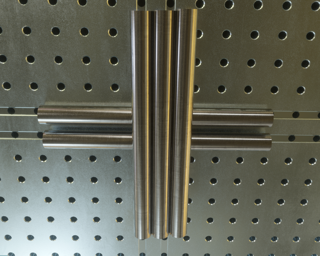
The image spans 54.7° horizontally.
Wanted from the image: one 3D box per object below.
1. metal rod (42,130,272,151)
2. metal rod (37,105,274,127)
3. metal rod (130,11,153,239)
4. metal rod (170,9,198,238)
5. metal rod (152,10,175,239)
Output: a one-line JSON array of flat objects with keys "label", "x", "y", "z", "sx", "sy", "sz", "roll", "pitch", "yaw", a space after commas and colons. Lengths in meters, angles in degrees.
[{"label": "metal rod", "x": -0.003, "y": 0.017, "z": 0.420, "sx": 0.302, "sy": 0.025, "sz": 0.025, "roll": 1, "pitch": 110, "yaw": -1}, {"label": "metal rod", "x": -0.005, "y": -0.015, "z": 0.408, "sx": 0.302, "sy": 0.025, "sz": 0.025, "roll": 1, "pitch": 110, "yaw": -1}, {"label": "metal rod", "x": -0.023, "y": 0.011, "z": 0.391, "sx": 0.025, "sy": 0.025, "sz": 0.298, "roll": 0, "pitch": 110, "yaw": -1}, {"label": "metal rod", "x": 0.028, "y": 0.009, "z": 0.391, "sx": 0.025, "sy": 0.025, "sz": 0.298, "roll": 0, "pitch": 110, "yaw": -1}, {"label": "metal rod", "x": 0.002, "y": 0.011, "z": 0.391, "sx": 0.025, "sy": 0.025, "sz": 0.298, "roll": 0, "pitch": 110, "yaw": -1}]
